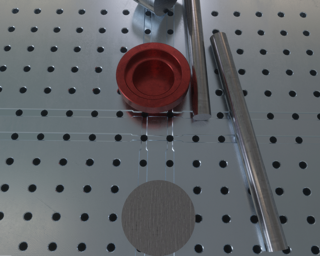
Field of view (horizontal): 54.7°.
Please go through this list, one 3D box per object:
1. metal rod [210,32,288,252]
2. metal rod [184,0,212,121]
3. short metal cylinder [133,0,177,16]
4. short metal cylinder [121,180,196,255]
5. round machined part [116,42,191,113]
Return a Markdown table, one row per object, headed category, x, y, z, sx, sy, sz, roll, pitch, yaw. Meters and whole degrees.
| category | x | y | z | sx | sy | sz | roll | pitch | yaw |
| --- | --- | --- | --- | --- | --- | --- | --- | --- | --- |
| metal rod | 0.111 | 0.004 | 0.410 | 0.025 | 0.025 | 0.299 | -9 | 70 | -3 |
| metal rod | 0.051 | -0.155 | 0.468 | 0.025 | 0.025 | 0.299 | -2 | 70 | -1 |
| short metal cylinder | -0.004 | -0.217 | 0.462 | 0.050 | 0.080 | 0.080 | 37 | 74 | 12 |
| short metal cylinder | -0.002 | 0.105 | 0.360 | 0.081 | 0.050 | 0.080 | 0 | 70 | 0 |
| round machined part | -0.008 | -0.065 | 0.426 | 0.099 | 0.042 | 0.098 | 0 | 70 | 0 |
